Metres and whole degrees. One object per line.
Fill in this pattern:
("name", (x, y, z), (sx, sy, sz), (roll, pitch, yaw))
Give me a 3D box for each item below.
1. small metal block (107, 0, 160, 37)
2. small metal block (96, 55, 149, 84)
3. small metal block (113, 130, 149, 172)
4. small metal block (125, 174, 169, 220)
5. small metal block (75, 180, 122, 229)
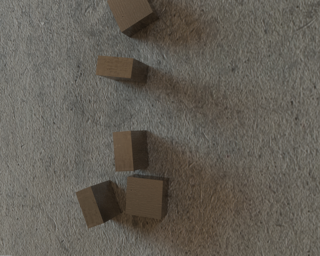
("small metal block", (-0.036, -0.161, 0.422), (0.050, 0.025, 0.050), (-27, 81, 18))
("small metal block", (-0.049, -0.077, 0.413), (0.050, 0.050, 0.025), (9, 93, 20))
("small metal block", (-0.037, 0.029, 0.409), (0.025, 0.050, 0.050), (-5, 89, 20))
("small metal block", (-0.017, 0.091, 0.415), (0.050, 0.025, 0.050), (3, 91, 20))
("small metal block", (-0.083, 0.103, 0.425), (0.025, 0.050, 0.050), (-24, 82, 18))
